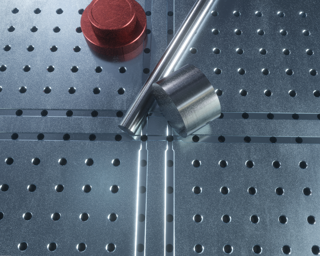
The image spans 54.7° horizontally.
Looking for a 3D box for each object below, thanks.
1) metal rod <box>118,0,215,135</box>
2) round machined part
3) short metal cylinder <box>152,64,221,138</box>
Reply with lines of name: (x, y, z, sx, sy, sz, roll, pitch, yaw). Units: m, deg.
metal rod: (0.027, -0.121, 0.455, 0.025, 0.025, 0.300, 27, 72, 9)
round machined part: (-0.069, -0.161, 0.461, 0.099, 0.042, 0.098, 0, 70, 0)
short metal cylinder: (0.033, -0.034, 0.395, 0.050, 0.080, 0.080, -31, 73, -10)
